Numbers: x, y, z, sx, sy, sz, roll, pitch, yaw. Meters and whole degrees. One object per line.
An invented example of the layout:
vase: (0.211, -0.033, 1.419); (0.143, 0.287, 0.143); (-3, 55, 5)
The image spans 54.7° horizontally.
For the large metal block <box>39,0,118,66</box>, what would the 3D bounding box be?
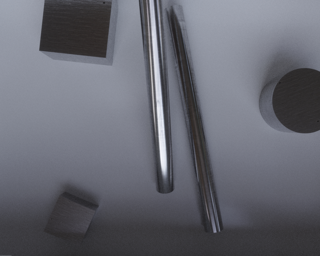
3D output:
large metal block: (-0.101, -0.128, 0.398); (0.081, 0.050, 0.079); (6, 90, -1)

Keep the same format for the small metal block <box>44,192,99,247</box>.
small metal block: (-0.116, 0.120, 0.410); (0.050, 0.025, 0.050); (23, 90, -1)

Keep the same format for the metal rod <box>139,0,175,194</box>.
metal rod: (-0.003, -0.055, 0.351); (0.025, 0.025, 0.298); (-5, 115, 0)

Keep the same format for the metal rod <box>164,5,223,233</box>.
metal rod: (0.045, -0.012, 0.412); (0.025, 0.025, 0.298); (-10, 90, 0)

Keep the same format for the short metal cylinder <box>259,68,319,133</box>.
short metal cylinder: (0.176, -0.033, 0.401); (0.081, 0.050, 0.079); (0, 90, -1)
